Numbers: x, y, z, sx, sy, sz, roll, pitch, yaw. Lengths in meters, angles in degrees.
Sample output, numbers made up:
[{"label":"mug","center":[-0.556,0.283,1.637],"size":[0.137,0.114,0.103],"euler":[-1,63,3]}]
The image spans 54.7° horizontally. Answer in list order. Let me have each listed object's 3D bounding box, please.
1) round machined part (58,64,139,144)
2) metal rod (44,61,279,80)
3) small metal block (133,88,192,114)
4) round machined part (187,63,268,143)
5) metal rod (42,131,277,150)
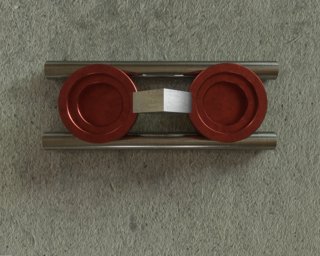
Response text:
[{"label":"round machined part","center":[-0.075,-0.030,0.398],"size":[0.099,0.042,0.097],"euler":[0,90,0]},{"label":"metal rod","center":[0.002,-0.077,0.411],"size":[0.302,0.025,0.025],"euler":[0,90,0]},{"label":"small metal block","center":[0.003,-0.030,0.372],"size":[0.050,0.050,0.025],"euler":[0,89,43]},{"label":"round machined part","center":[0.082,-0.031,0.398],"size":[0.099,0.042,0.097],"euler":[0,90,0]},{"label":"metal rod","center":[0.000,0.017,0.411],"size":[0.302,0.025,0.025],"euler":[0,90,0]}]
